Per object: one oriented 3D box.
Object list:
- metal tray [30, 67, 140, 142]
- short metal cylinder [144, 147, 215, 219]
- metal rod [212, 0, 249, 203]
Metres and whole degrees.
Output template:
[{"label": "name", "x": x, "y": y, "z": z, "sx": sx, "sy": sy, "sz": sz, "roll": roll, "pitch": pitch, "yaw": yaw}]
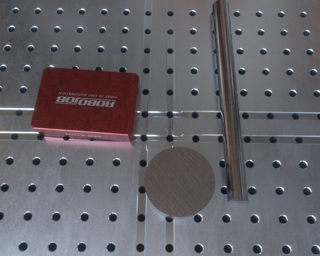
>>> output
[{"label": "metal tray", "x": -0.097, "y": -0.032, "z": 0.420, "sx": 0.131, "sy": 0.030, "sz": 0.090, "roll": 4, "pitch": 70, "yaw": 1}, {"label": "short metal cylinder", "x": 0.022, "y": 0.068, "z": 0.374, "sx": 0.081, "sy": 0.050, "sz": 0.080, "roll": 0, "pitch": 70, "yaw": 0}, {"label": "metal rod", "x": 0.095, "y": -0.050, "z": 0.430, "sx": 0.025, "sy": 0.025, "sz": 0.299, "roll": 0, "pitch": 70, "yaw": 0}]
